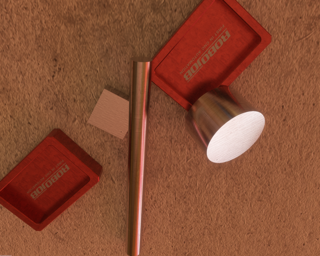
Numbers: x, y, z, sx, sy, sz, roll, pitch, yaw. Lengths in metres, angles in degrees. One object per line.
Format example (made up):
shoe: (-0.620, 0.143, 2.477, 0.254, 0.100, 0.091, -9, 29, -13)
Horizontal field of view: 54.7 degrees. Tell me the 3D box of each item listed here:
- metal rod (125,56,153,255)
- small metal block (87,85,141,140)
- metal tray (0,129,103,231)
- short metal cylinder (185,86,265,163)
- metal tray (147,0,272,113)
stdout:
metal rod: (-0.031, 0.056, 0.412, 0.025, 0.025, 0.298, 3, 117, -2)
small metal block: (-0.058, -0.021, 0.401, 0.050, 0.025, 0.050, 27, 108, -10)
metal tray: (-0.157, 0.074, 0.432, 0.130, 0.030, 0.090, -41, 106, 13)
short metal cylinder: (0.078, -0.004, 0.377, 0.081, 0.050, 0.079, -19, 138, -18)
metal tray: (0.055, -0.089, 0.375, 0.090, 0.030, 0.130, 39, 105, -14)
